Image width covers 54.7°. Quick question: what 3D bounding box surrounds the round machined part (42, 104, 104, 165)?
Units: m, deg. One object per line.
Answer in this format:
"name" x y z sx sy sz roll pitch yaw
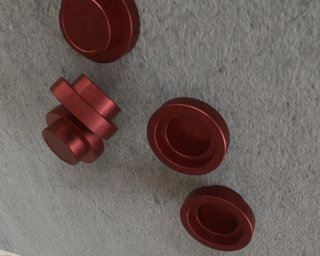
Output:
"round machined part" -0.134 0.017 0.457 0.098 0.042 0.097 27 143 23

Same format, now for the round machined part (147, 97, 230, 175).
"round machined part" 0.037 0.006 0.379 0.098 0.042 0.097 13 124 20

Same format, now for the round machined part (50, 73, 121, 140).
"round machined part" -0.089 -0.032 0.398 0.098 0.098 0.042 43 87 -3

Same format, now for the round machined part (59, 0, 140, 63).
"round machined part" -0.076 -0.122 0.359 0.098 0.042 0.097 13 124 20

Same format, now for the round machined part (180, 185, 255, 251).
"round machined part" 0.081 0.118 0.426 0.098 0.042 0.097 13 124 20
